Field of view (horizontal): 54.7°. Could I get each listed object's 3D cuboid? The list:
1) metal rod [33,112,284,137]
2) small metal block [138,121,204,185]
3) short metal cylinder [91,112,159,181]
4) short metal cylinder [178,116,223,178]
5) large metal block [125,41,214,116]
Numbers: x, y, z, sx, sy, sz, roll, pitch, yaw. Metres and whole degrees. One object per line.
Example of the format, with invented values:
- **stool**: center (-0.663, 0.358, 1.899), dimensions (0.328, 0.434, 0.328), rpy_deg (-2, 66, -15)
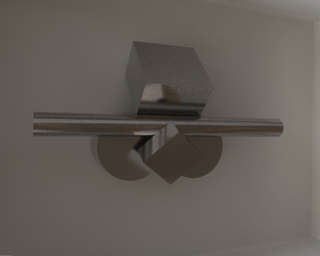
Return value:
- **metal rod**: center (0.015, -0.002, 0.363), dimensions (0.303, 0.025, 0.025), rpy_deg (1, 90, -21)
- **small metal block**: center (0.012, 0.029, 0.350), dimensions (0.050, 0.025, 0.050), rpy_deg (-41, 124, 6)
- **short metal cylinder**: center (-0.041, 0.021, 0.382), dimensions (0.081, 0.050, 0.079), rpy_deg (0, 90, -21)
- **short metal cylinder**: center (0.035, 0.023, 0.410), dimensions (0.081, 0.050, 0.079), rpy_deg (0, 90, -21)
- **large metal block**: center (0.008, -0.058, 0.378), dimensions (0.081, 0.050, 0.080), rpy_deg (1, 47, -20)
